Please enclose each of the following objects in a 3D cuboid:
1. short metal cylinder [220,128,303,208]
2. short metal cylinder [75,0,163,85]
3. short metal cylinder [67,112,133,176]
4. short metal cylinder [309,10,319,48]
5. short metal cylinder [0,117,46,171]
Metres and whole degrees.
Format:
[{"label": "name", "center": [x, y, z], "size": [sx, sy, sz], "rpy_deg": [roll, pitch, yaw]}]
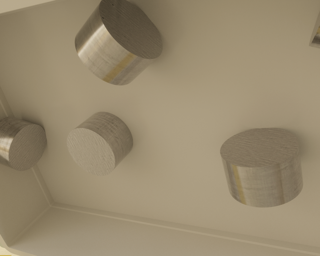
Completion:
[{"label": "short metal cylinder", "center": [0.111, 0.041, 0.340], "size": [0.080, 0.080, 0.050], "rpy_deg": [-3, 117, 29]}, {"label": "short metal cylinder", "center": [-0.044, -0.094, 0.338], "size": [0.080, 0.080, 0.050], "rpy_deg": [49, 129, -7]}, {"label": "short metal cylinder", "center": [-0.087, 0.023, 0.453], "size": [0.080, 0.050, 0.079], "rpy_deg": [13, 124, 21]}, {"label": "short metal cylinder", "center": [0.153, -0.096, 0.233], "size": [0.050, 0.080, 0.079], "rpy_deg": [19, 126, 17]}, {"label": "short metal cylinder", "center": [-0.237, 0.026, 0.514], "size": [0.050, 0.080, 0.079], "rpy_deg": [16, 125, 19]}]
